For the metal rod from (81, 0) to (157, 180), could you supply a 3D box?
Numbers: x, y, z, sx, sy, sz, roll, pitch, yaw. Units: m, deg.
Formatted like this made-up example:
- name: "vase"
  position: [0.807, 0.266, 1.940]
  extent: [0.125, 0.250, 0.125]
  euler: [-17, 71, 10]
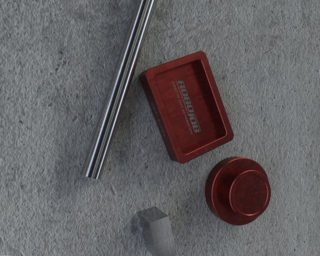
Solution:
- name: "metal rod"
  position: [-0.042, -0.083, 0.393]
  extent: [0.025, 0.025, 0.299]
  euler: [19, 84, -19]

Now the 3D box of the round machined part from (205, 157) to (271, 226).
- name: "round machined part"
  position: [0.118, 0.092, 0.444]
  extent: [0.099, 0.042, 0.097]
  euler: [0, 90, -20]

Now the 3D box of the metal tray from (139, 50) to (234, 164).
- name: "metal tray"
  position: [0.038, -0.028, 0.420]
  extent: [0.091, 0.030, 0.129]
  euler: [-23, 98, -19]

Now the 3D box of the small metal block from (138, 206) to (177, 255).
- name: "small metal block"
  position: [-0.004, 0.133, 0.395]
  extent: [0.025, 0.050, 0.050]
  euler: [-14, 95, -20]
